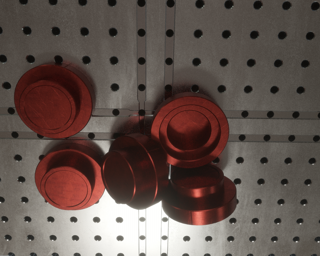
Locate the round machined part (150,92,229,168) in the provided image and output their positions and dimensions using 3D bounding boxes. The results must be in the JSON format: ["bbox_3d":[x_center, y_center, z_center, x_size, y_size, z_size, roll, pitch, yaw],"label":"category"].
[{"bbox_3d":[0.037,0.000,0.405,0.099,0.042,0.097,0,110,-1],"label":"round machined part"}]

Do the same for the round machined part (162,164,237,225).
[{"bbox_3d":[0.049,0.079,0.404,0.099,0.098,0.042,-5,110,1],"label":"round machined part"}]

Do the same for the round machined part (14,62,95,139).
[{"bbox_3d":[-0.135,-0.031,0.391,0.099,0.042,0.097,0,110,-1],"label":"round machined part"}]

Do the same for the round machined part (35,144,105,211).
[{"bbox_3d":[-0.125,0.074,0.430,0.099,0.042,0.097,0,110,-1],"label":"round machined part"}]

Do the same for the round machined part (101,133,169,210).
[{"bbox_3d":[-0.039,0.058,0.395,0.098,0.042,0.097,13,108,43],"label":"round machined part"}]
